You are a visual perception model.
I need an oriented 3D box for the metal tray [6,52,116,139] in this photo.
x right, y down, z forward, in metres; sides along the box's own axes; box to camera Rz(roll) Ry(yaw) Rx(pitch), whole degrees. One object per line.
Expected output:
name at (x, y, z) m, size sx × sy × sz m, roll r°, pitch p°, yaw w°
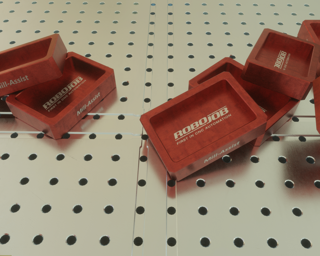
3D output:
metal tray at (-0.138, -0.052, 0.447) m, size 0.090 × 0.030 × 0.130 m, roll 26°, pitch 55°, yaw 20°

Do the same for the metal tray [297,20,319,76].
metal tray at (0.296, -0.132, 0.516) m, size 0.090 × 0.030 × 0.130 m, roll 0°, pitch 50°, yaw 0°

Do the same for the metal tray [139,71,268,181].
metal tray at (0.052, -0.005, 0.384) m, size 0.130 × 0.030 × 0.090 m, roll -28°, pitch 59°, yaw -4°

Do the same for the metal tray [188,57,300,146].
metal tray at (0.115, -0.043, 0.441) m, size 0.090 × 0.030 × 0.130 m, roll -35°, pitch 58°, yaw -26°

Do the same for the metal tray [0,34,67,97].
metal tray at (-0.205, -0.088, 0.446) m, size 0.131 × 0.030 × 0.090 m, roll -17°, pitch 39°, yaw 2°

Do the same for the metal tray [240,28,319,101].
metal tray at (0.181, -0.099, 0.458) m, size 0.090 × 0.030 × 0.131 m, roll 23°, pitch 44°, yaw 14°

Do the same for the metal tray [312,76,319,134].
metal tray at (0.243, -0.005, 0.370) m, size 0.130 × 0.030 × 0.090 m, roll 29°, pitch 51°, yaw -14°
